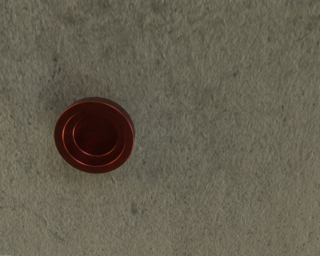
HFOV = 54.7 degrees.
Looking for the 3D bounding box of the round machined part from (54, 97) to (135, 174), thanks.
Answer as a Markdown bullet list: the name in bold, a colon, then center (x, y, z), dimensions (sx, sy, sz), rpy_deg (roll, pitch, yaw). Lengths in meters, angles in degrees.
- **round machined part**: center (-0.081, 0.006, 0.402), dimensions (0.099, 0.042, 0.097), rpy_deg (0, 110, -1)
